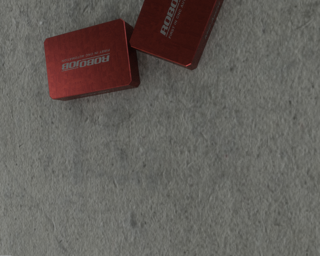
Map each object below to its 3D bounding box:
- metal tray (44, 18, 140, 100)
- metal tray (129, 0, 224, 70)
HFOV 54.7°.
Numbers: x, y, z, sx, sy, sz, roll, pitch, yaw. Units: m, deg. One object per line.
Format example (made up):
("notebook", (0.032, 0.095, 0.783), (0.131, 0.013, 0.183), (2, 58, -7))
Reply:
("metal tray", (-0.098, -0.093, 0.440), (0.130, 0.030, 0.089), (-8, 88, 19))
("metal tray", (0.025, -0.150, 0.397), (0.090, 0.030, 0.129), (24, 98, 18))
